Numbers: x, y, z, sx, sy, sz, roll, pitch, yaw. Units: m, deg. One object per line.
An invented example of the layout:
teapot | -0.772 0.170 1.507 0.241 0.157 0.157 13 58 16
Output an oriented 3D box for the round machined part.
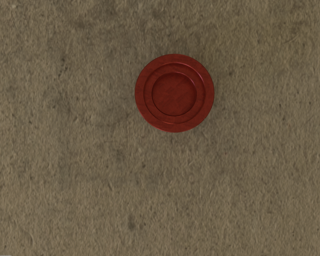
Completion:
round machined part | 0.018 -0.043 0.402 0.099 0.042 0.097 0 90 -1
